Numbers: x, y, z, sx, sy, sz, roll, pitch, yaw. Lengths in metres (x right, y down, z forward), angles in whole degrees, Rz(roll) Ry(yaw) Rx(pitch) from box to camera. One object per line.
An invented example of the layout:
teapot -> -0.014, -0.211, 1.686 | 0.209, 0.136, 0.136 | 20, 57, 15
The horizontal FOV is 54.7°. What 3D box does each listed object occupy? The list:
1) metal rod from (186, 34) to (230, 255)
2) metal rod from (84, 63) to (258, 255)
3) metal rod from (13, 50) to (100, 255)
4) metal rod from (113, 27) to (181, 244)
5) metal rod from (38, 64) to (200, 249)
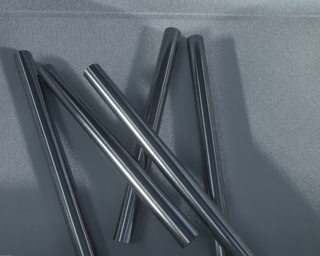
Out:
metal rod -> 0.063, 0.009, 0.406 | 0.025, 0.025, 0.299 | -4, 70, -2
metal rod -> 0.003, 0.035, 0.369 | 0.025, 0.025, 0.300 | -37, 74, -12
metal rod -> -0.138, 0.025, 0.398 | 0.025, 0.025, 0.299 | -22, 72, -8
metal rod -> -0.012, -0.005, 0.411 | 0.025, 0.025, 0.299 | 11, 70, 4
metal rod -> -0.064, 0.019, 0.381 | 0.025, 0.025, 0.300 | -39, 67, -13
